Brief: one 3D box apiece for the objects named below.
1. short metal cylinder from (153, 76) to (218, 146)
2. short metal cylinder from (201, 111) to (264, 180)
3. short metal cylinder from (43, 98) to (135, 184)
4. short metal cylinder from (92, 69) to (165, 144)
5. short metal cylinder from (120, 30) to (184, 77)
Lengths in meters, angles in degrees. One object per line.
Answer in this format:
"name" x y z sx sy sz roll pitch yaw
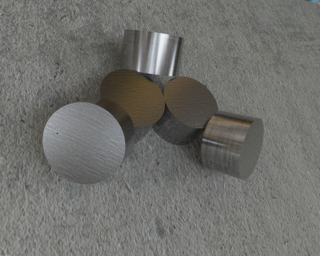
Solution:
"short metal cylinder" 0.031 -0.023 0.419 0.081 0.050 0.080 14 56 -21
"short metal cylinder" 0.095 0.021 0.400 0.050 0.080 0.080 15 41 33
"short metal cylinder" -0.070 0.011 0.317 0.080 0.080 0.050 40 11 -2
"short metal cylinder" -0.041 -0.025 0.382 0.081 0.050 0.080 14 56 -21
"short metal cylinder" -0.011 -0.100 0.417 0.081 0.080 0.050 2 104 -28
